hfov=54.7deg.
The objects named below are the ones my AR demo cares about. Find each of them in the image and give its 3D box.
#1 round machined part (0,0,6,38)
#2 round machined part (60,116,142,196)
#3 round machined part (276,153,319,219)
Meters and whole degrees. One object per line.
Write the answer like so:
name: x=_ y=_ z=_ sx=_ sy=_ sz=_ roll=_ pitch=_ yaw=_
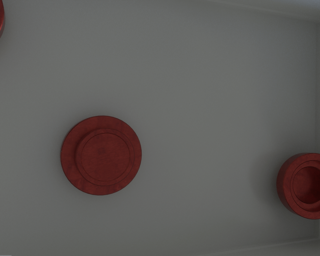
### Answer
round machined part: x=-0.215 y=-0.119 z=0.320 sx=0.099 sy=0.042 sz=0.097 roll=-1 pitch=91 yaw=-23
round machined part: x=-0.069 y=0.033 z=0.376 sx=0.099 sy=0.042 sz=0.097 roll=0 pitch=90 yaw=-20
round machined part: x=0.225 y=0.087 z=0.477 sx=0.099 sy=0.042 sz=0.097 roll=0 pitch=87 yaw=-7
